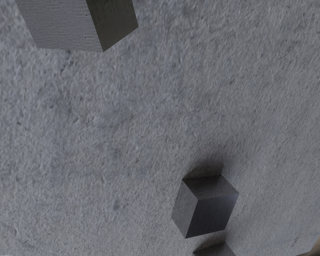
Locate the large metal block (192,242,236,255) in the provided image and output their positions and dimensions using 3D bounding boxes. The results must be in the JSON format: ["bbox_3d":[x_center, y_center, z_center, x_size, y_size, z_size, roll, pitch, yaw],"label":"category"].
[{"bbox_3d":[0.107,0.289,0.631,0.081,0.050,0.079,-7,122,-25],"label":"large metal block"}]

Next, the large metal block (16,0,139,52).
[{"bbox_3d":[-0.073,-0.112,0.253,0.050,0.080,0.080,-50,139,-38],"label":"large metal block"}]

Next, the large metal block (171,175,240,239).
[{"bbox_3d":[0.073,0.128,0.512,0.081,0.050,0.079,-2,119,-28],"label":"large metal block"}]
